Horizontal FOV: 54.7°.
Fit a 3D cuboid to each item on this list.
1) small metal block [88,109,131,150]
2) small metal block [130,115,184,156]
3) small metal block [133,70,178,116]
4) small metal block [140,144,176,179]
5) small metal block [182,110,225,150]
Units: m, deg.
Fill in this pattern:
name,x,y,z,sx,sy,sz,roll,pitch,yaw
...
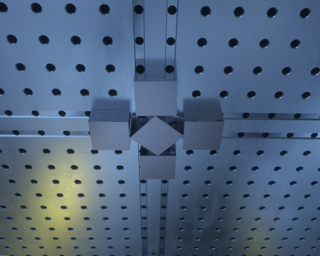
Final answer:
name,x,y,z,sx,sy,sz,roll,pitch,yaw
small metal block,-0.065,0.003,0.413,0.050,0.025,0.050,1,130,-2
small metal block,-0.004,0.004,0.414,0.050,0.025,0.050,35,122,-26
small metal block,-0.005,-0.042,0.376,0.050,0.025,0.050,-1,130,0
small metal block,-0.003,0.049,0.453,0.050,0.025,0.050,0,130,-1
small metal block,0.056,0.003,0.415,0.050,0.025,0.050,0,130,0
